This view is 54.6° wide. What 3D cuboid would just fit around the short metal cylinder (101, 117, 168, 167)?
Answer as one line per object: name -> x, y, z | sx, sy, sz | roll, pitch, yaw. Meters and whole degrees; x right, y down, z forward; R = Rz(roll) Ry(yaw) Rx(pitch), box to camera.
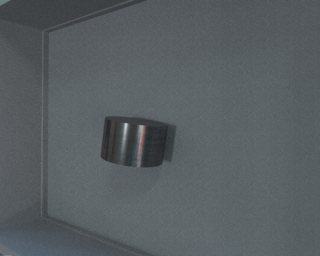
short metal cylinder -> -0.033, 0.016, 0.400 | 0.080, 0.081, 0.050 | 13, 99, 39
